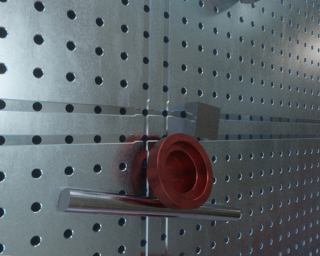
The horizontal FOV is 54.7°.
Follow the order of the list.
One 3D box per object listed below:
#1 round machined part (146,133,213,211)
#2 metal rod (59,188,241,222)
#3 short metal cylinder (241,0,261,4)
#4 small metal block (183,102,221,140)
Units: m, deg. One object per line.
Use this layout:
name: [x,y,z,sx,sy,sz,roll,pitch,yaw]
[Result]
round machined part: [0.021,0.059,0.407,0.099,0.042,0.098,17,62,-37]
metal rod: [0.012,0.109,0.421,0.302,0.025,0.025,17,80,-39]
short metal cylinder: [0.160,-0.253,0.510,0.050,0.080,0.080,46,63,-31]
small metal block: [0.063,-0.009,0.464,0.050,0.025,0.050,11,83,-40]
